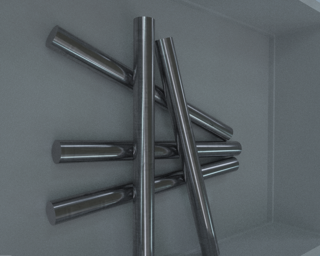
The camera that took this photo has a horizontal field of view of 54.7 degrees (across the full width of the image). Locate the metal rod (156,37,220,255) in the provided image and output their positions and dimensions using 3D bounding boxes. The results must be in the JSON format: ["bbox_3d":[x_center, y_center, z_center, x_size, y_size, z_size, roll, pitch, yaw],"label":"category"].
[{"bbox_3d":[0.037,0.035,0.405,0.025,0.025,0.298,-23,105,-38],"label":"metal rod"}]

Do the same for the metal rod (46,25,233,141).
[{"bbox_3d":[-0.001,-0.042,0.405,0.301,0.025,0.025,25,74,-37],"label":"metal rod"}]

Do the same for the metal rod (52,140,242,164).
[{"bbox_3d":[0.009,0.029,0.414,0.302,0.025,0.025,2,89,-40],"label":"metal rod"}]

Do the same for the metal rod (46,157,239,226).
[{"bbox_3d":[0.004,0.073,0.411,0.302,0.025,0.025,-7,95,-40],"label":"metal rod"}]

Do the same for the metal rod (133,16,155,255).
[{"bbox_3d":[-0.019,0.025,0.357,0.025,0.025,0.298,0,90,-40],"label":"metal rod"}]
